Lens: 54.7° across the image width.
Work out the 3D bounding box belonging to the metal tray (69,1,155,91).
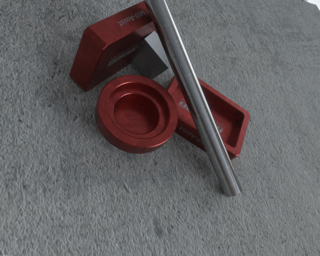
[{"bbox_3d":[-0.052,-0.110,0.403,0.030,0.090,0.131,45,51,2],"label":"metal tray"}]

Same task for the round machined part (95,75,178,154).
[{"bbox_3d":[-0.031,-0.013,0.382,0.099,0.042,0.098,9,62,-18],"label":"round machined part"}]

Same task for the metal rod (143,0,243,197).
[{"bbox_3d":[0.039,-0.051,0.390,0.025,0.025,0.299,-30,100,-38],"label":"metal rod"}]

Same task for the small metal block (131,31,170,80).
[{"bbox_3d":[-0.012,-0.100,0.439,0.050,0.050,0.025,49,52,-13],"label":"small metal block"}]

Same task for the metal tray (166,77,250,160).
[{"bbox_3d":[0.063,-0.019,0.449,0.130,0.030,0.090,33,51,-7],"label":"metal tray"}]
